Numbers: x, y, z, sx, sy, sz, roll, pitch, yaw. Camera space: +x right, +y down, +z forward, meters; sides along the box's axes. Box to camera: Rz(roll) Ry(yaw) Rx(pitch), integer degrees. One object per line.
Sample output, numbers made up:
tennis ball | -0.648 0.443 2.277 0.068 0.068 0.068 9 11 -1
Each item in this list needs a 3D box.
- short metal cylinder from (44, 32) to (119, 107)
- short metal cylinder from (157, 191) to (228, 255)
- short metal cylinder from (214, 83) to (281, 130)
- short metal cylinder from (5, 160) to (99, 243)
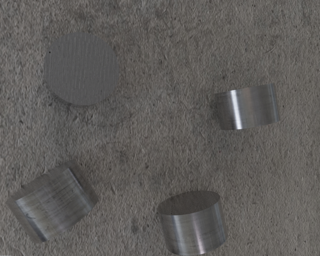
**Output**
short metal cylinder | -0.093 -0.065 0.361 0.081 0.050 0.080 0 90 -20
short metal cylinder | 0.042 0.118 0.395 0.081 0.080 0.050 -14 95 -19
short metal cylinder | 0.119 -0.029 0.423 0.081 0.080 0.050 -12 94 -20
short metal cylinder | -0.115 0.077 0.337 0.080 0.080 0.050 -32 101 -17
